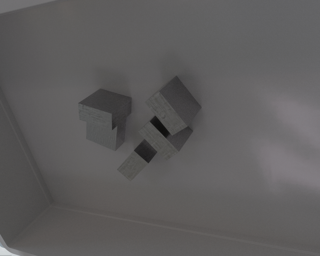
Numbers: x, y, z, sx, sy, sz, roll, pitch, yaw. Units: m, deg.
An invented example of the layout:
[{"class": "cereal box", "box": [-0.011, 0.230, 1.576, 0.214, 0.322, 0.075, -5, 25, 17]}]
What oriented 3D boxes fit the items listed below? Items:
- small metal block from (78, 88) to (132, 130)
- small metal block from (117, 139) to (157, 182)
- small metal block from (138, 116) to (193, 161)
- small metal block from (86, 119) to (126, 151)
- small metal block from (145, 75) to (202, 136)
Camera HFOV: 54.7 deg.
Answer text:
[{"class": "small metal block", "box": [-0.072, -0.026, 0.415, 0.050, 0.050, 0.025, 17, 125, 18]}, {"class": "small metal block", "box": [-0.027, 0.039, 0.431, 0.025, 0.050, 0.050, 42, 129, 0]}, {"class": "small metal block", "box": [0.008, 0.004, 0.391, 0.050, 0.050, 0.025, 46, 129, -4]}, {"class": "small metal block", "box": [-0.078, -0.001, 0.449, 0.050, 0.025, 0.050, 21, 127, 15]}, {"class": "small metal block", "box": [0.017, -0.027, 0.367, 0.025, 0.050, 0.050, -33, 100, 38]}]
